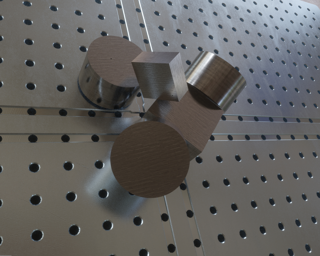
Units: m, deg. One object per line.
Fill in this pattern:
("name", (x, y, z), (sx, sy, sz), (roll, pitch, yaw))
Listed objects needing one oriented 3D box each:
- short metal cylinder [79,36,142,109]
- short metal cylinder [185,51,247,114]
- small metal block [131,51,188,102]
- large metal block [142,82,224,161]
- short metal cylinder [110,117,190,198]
("short metal cylinder", (-0.059, -0.071, 0.400), (0.081, 0.050, 0.080), (14, 56, -21))
("short metal cylinder", (0.073, -0.063, 0.437), (0.080, 0.080, 0.050), (37, 90, -4))
("small metal block", (0.001, -0.060, 0.361), (0.050, 0.050, 0.025), (10, 45, 31))
("large metal block", (0.025, -0.010, 0.404), (0.080, 0.050, 0.080), (38, 51, -3))
("short metal cylinder", (-0.009, 0.029, 0.338), (0.080, 0.050, 0.079), (0, 97, 1))
